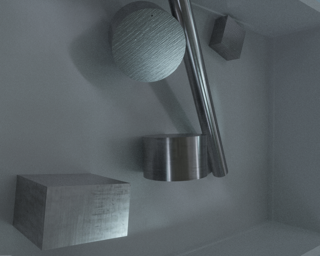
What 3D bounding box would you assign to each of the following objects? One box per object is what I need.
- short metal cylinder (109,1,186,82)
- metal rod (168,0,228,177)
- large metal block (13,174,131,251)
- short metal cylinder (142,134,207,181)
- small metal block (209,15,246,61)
[{"bbox_3d":[-0.016,-0.099,0.353,0.081,0.050,0.079,-7,121,-11],"label":"short metal cylinder"},{"bbox_3d":[0.054,-0.052,0.415,0.025,0.025,0.298,-41,127,-33],"label":"metal rod"},{"bbox_3d":[-0.086,0.074,0.300,0.081,0.080,0.050,6,86,-40],"label":"large metal block"},{"bbox_3d":[0.019,0.034,0.389,0.081,0.080,0.050,-3,92,-40],"label":"short metal cylinder"},{"bbox_3d":[0.110,-0.144,0.501,0.050,0.025,0.050,26,74,-37],"label":"small metal block"}]
